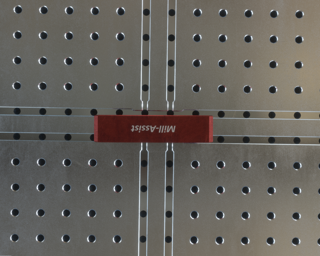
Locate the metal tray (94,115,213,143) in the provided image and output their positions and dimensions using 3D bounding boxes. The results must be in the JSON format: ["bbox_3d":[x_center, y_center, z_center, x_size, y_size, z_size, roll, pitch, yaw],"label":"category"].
[{"bbox_3d":[-0.007,0.001,0.380,0.131,0.090,0.030,0,90,0],"label":"metal tray"}]
